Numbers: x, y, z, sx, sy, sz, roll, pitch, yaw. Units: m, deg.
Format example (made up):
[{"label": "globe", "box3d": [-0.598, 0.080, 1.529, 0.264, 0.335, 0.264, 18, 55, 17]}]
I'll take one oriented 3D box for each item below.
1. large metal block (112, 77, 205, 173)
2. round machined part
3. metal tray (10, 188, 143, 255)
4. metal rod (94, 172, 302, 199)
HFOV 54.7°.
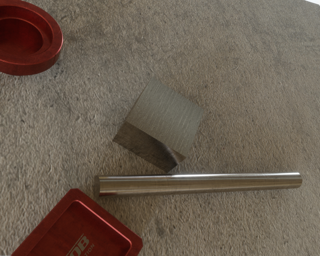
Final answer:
[{"label": "large metal block", "box3d": [0.000, -0.004, 0.390, 0.080, 0.050, 0.080, 32, 52, -8]}, {"label": "round machined part", "box3d": [-0.168, -0.100, 0.364, 0.099, 0.042, 0.098, 14, 56, -21]}, {"label": "metal tray", "box3d": [-0.086, 0.130, 0.274, 0.090, 0.030, 0.131, 39, 51, -2]}, {"label": "metal rod", "box3d": [0.068, 0.070, 0.397, 0.302, 0.025, 0.025, 3, 60, -27]}]
